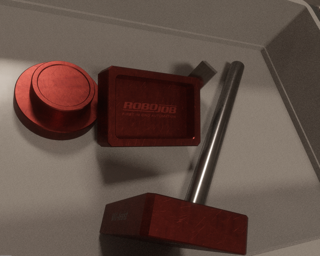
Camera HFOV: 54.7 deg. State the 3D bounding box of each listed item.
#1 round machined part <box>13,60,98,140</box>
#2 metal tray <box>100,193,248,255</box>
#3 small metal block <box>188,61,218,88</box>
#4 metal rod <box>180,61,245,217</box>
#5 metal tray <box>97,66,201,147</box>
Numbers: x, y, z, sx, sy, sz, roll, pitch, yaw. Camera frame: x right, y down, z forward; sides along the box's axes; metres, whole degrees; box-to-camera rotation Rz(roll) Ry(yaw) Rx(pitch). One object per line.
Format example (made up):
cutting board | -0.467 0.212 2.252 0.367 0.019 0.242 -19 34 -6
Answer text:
round machined part | -0.114 -0.038 0.358 0.099 0.042 0.098 14 56 -21
metal tray | 0.005 0.090 0.285 0.091 0.129 0.030 18 67 -19
small metal block | 0.056 -0.071 0.453 0.025 0.050 0.050 44 18 2
metal rod | 0.086 -0.002 0.454 0.025 0.025 0.301 32 51 -8
metal tray | -0.010 -0.022 0.382 0.131 0.030 0.089 2 87 -33
